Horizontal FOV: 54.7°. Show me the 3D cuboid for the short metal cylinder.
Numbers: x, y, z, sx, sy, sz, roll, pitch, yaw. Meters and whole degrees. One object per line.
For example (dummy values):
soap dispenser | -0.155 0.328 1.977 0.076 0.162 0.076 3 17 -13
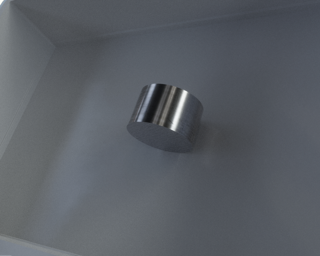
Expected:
short metal cylinder | 0.007 -0.010 0.372 0.080 0.080 0.050 6 65 30
